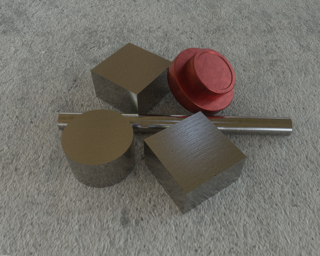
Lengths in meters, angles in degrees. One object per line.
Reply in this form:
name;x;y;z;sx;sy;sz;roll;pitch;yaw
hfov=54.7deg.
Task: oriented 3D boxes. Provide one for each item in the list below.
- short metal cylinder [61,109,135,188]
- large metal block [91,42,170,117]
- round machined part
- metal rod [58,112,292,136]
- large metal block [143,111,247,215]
short metal cylinder;-0.070;0.024;0.367;0.081;0.050;0.080;0;50;0
large metal block;-0.037;-0.068;0.443;0.080;0.050;0.080;30;56;22
round machined part;0.063;-0.068;0.421;0.099;0.042;0.098;12;63;-25
metal rod;0.019;-0.005;0.411;0.302;0.025;0.025;1;50;0
large metal block;0.037;0.038;0.357;0.081;0.050;0.080;-27;55;-21
